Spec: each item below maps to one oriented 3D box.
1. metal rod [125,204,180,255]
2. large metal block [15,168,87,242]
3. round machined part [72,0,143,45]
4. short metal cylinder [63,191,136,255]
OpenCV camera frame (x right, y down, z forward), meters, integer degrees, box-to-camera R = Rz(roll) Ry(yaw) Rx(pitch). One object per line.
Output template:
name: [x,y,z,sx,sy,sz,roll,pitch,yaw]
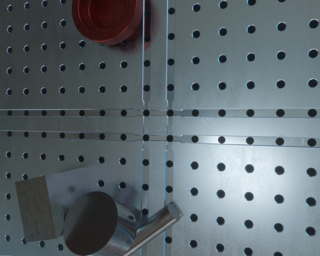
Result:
metal rod: [-0.092,0.203,0.445,0.299,0.025,0.025,-40,78,15]
large metal block: [-0.146,0.104,0.435,0.050,0.080,0.080,-14,86,20]
round machined part: [-0.068,-0.163,0.428,0.098,0.042,0.097,0,90,20]
short metal cylinder: [-0.079,0.130,0.409,0.080,0.050,0.080,-13,55,19]
